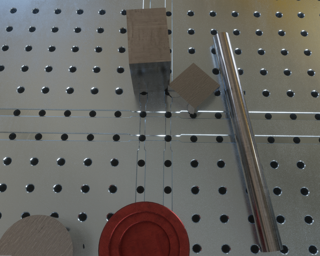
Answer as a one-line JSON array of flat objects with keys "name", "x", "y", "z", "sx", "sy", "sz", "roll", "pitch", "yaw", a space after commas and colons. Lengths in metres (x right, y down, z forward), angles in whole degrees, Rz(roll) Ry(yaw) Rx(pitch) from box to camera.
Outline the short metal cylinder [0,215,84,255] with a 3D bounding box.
[{"name": "short metal cylinder", "x": -0.131, "y": 0.140, "z": 0.346, "sx": 0.081, "sy": 0.050, "sz": 0.080, "roll": 0, "pitch": 70, "yaw": -1}]

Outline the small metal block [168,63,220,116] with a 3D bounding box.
[{"name": "small metal block", "x": 0.046, "y": -0.054, "z": 0.432, "sx": 0.050, "sy": 0.025, "sz": 0.050, "roll": -43, "pitch": 76, "yaw": -14}]

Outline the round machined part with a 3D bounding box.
[{"name": "round machined part", "x": -0.017, "y": 0.136, "z": 0.353, "sx": 0.099, "sy": 0.042, "sz": 0.098, "roll": 0, "pitch": 70, "yaw": -1}]

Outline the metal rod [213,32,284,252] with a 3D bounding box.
[{"name": "metal rod", "x": 0.111, "y": 0.004, "z": 0.411, "sx": 0.025, "sy": 0.025, "sz": 0.299, "roll": -7, "pitch": 70, "yaw": -3}]

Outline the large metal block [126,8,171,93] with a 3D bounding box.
[{"name": "large metal block", "x": -0.015, "y": -0.102, "z": 0.420, "sx": 0.050, "sy": 0.080, "sz": 0.080, "roll": -4, "pitch": 70, "yaw": -2}]
